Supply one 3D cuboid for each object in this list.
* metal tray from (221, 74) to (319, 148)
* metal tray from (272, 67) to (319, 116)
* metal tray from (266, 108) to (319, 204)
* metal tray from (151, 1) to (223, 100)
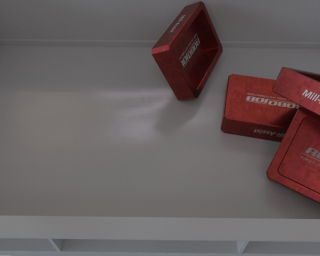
[{"bbox_3d":[0.155,-0.026,0.425,0.131,0.030,0.090,10,51,8],"label":"metal tray"},{"bbox_3d":[0.203,-0.027,0.341,0.091,0.030,0.130,0,28,-34],"label":"metal tray"},{"bbox_3d":[0.196,0.043,0.337,0.130,0.030,0.090,27,88,20],"label":"metal tray"},{"bbox_3d":[0.046,-0.114,0.457,0.030,0.090,0.130,-4,42,38],"label":"metal tray"}]
